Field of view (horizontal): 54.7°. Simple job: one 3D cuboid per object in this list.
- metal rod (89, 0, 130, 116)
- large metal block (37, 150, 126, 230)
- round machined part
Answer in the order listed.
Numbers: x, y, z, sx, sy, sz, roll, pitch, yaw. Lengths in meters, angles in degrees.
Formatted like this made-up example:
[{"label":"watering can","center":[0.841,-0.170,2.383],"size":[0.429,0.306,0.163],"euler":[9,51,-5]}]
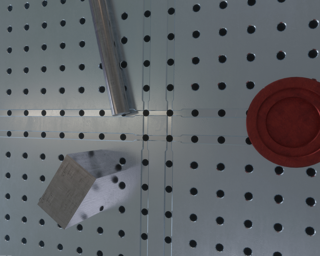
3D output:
[{"label":"metal rod","center":[-0.086,-0.165,0.442],"size":[0.025,0.025,0.298],"euler":[-14,85,19]},{"label":"large metal block","center":[-0.103,0.079,0.419],"size":[0.050,0.080,0.080],"euler":[36,102,16]},{"label":"round machined part","center":[0.150,-0.006,0.351],"size":[0.098,0.042,0.097],"euler":[0,90,19]}]
